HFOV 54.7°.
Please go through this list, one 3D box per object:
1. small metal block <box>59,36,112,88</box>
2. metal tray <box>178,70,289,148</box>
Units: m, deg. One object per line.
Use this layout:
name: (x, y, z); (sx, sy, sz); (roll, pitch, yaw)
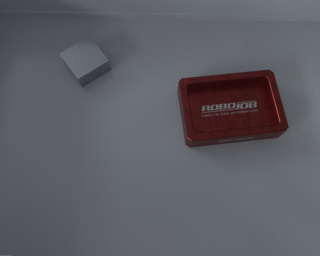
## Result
small metal block: (-0.106, -0.095, 0.443); (0.050, 0.025, 0.050); (-35, 74, -12)
metal tray: (0.094, -0.027, 0.417); (0.131, 0.030, 0.090); (-6, 70, -3)
